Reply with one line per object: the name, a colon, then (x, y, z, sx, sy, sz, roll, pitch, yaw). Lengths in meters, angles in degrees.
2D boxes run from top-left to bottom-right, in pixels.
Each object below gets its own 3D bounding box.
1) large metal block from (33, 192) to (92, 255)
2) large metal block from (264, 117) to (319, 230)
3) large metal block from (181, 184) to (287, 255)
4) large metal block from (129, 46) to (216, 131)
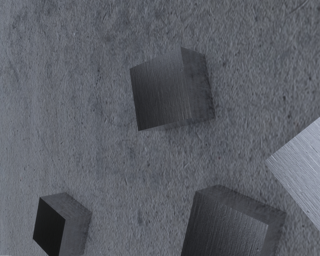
large metal block: (-0.168, 0.167, 0.527, 0.080, 0.050, 0.079, 22, 104, 38)
large metal block: (0.153, 0.035, 0.262, 0.080, 0.050, 0.080, -48, 62, 29)
large metal block: (0.076, 0.115, 0.326, 0.080, 0.050, 0.079, 19, 102, 38)
large metal block: (0.014, -0.043, 0.377, 0.080, 0.050, 0.080, -14, 81, 39)
